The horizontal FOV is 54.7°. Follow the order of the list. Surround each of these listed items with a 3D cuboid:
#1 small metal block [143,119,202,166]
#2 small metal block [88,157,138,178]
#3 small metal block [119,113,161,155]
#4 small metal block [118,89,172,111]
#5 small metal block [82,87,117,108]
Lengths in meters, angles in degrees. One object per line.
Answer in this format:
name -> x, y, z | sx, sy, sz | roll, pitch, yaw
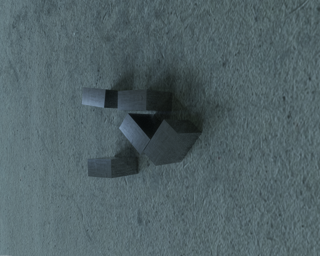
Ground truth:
small metal block -> 0.016, 0.017, 0.376 | 0.025, 0.050, 0.050 | 47, 118, 29
small metal block -> -0.068, 0.055, 0.445 | 0.050, 0.050, 0.025 | -4, 88, 40
small metal block -> -0.016, 0.007, 0.402 | 0.050, 0.050, 0.025 | 48, 119, 29
small metal block -> -0.019, -0.035, 0.405 | 0.050, 0.050, 0.025 | 2, 92, 40
small metal block -> -0.077, -0.043, 0.453 | 0.050, 0.050, 0.025 | 11, 97, 39
